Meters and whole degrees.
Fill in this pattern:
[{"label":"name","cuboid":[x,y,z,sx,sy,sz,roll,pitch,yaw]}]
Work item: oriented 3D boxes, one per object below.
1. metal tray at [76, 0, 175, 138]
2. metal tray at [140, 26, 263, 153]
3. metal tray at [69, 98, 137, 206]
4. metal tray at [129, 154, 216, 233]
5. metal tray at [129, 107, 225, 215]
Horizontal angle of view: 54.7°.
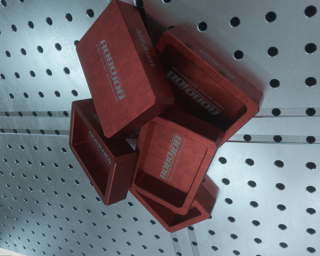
[{"label":"metal tray","cuboid":[-0.045,-0.064,0.351,0.090,0.030,0.130,-34,69,38]},{"label":"metal tray","cuboid":[0.040,-0.041,0.360,0.130,0.030,0.089,40,129,0]},{"label":"metal tray","cuboid":[-0.085,0.030,0.430,0.130,0.030,0.089,47,136,35]},{"label":"metal tray","cuboid":[0.006,0.089,0.458,0.130,0.030,0.090,48,128,-6]},{"label":"metal tray","cuboid":[0.014,0.041,0.386,0.090,0.030,0.129,25,127,12]}]
